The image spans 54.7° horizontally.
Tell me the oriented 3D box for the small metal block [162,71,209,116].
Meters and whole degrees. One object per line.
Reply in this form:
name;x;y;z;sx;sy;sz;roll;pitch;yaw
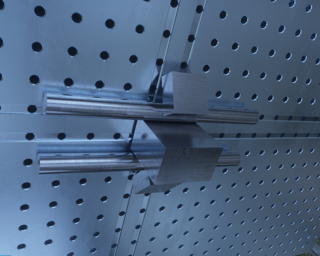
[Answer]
small metal block;0.031;-0.040;0.384;0.050;0.025;0.050;1;84;-29

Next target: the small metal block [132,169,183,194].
small metal block;-0.005;0.073;0.434;0.050;0.025;0.050;2;155;-30

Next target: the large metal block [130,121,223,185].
large metal block;0.019;0.025;0.396;0.081;0.080;0.050;2;118;-29

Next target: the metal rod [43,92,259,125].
metal rod;0.011;-0.021;0.399;0.303;0.025;0.025;2;118;-30

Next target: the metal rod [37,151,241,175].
metal rod;-0.009;0.046;0.431;0.303;0.025;0.025;2;118;-30
